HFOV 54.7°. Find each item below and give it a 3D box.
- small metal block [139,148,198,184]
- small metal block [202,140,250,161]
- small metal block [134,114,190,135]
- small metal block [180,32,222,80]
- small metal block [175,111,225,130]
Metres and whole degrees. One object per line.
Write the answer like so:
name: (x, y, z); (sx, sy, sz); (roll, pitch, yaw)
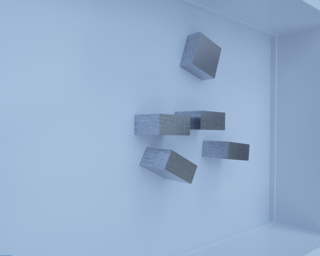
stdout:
small metal block: (0.011, 0.048, 0.399); (0.050, 0.050, 0.025); (34, 69, -35)
small metal block: (0.100, 0.034, 0.474); (0.050, 0.050, 0.025); (9, 85, -40)
small metal block: (0.003, -0.004, 0.392); (0.050, 0.050, 0.025); (2, 89, -40)
small metal block: (0.061, -0.104, 0.457); (0.050, 0.025, 0.050); (24, 75, -38)
small metal block: (0.056, -0.010, 0.437); (0.050, 0.050, 0.025); (2, 89, -40)
